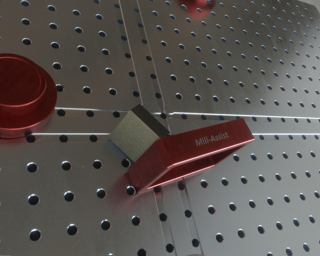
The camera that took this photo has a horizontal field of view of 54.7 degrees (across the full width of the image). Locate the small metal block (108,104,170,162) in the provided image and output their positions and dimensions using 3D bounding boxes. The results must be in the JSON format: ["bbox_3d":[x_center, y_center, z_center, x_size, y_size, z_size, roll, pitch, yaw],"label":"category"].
[{"bbox_3d":[-0.025,0.008,0.371,0.050,0.050,0.025,43,30,1],"label":"small metal block"}]

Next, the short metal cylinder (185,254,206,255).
[{"bbox_3d":[0.027,0.170,0.304,0.081,0.050,0.080,14,56,-21],"label":"short metal cylinder"}]

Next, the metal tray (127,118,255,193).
[{"bbox_3d":[0.037,0.032,0.368,0.131,0.090,0.030,-13,69,-34],"label":"metal tray"}]

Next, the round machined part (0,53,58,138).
[{"bbox_3d":[-0.162,-0.042,0.336,0.099,0.042,0.098,14,56,-21],"label":"round machined part"}]
